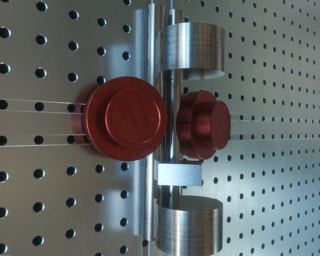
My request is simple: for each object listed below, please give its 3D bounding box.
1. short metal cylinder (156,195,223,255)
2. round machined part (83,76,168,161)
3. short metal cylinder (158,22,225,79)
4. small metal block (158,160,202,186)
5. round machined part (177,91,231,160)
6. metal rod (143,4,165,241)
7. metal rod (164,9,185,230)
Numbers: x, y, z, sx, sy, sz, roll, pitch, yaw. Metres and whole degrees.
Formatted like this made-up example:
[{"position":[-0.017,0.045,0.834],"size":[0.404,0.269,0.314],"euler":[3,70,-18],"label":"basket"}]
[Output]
[{"position":[0.035,0.115,0.375],"size":[0.081,0.080,0.050],"euler":[1,90,-40],"label":"short metal cylinder"},{"position":[-0.034,-0.010,0.353],"size":[0.099,0.042,0.097],"euler":[0,90,-26],"label":"round machined part"},{"position":[0.038,-0.090,0.376],"size":[0.081,0.080,0.050],"euler":[1,90,-40],"label":"short metal cylinder"},{"position":[0.027,0.055,0.385],"size":[0.050,0.050,0.025],"euler":[6,85,-82],"label":"small metal block"},{"position":[0.068,-0.004,0.437],"size":[0.099,0.042,0.097],"euler":[-1,91,-55],"label":"round machined part"},{"position":[-0.008,-0.008,0.401],"size":[0.025,0.025,0.298],"euler":[1,89,-40],"label":"metal rod"},{"position":[0.019,-0.009,0.424],"size":[0.025,0.025,0.298],"euler":[1,89,-40],"label":"metal rod"}]
